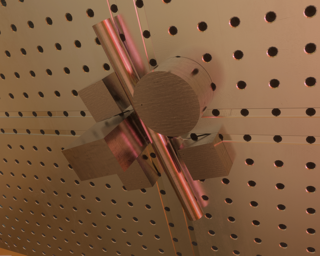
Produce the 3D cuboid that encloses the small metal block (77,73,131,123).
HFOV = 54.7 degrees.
[{"bbox_3d":[-0.077,-0.041,0.425,0.050,0.025,0.050,-19,109,35],"label":"small metal block"}]

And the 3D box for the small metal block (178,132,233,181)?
[{"bbox_3d":[0.059,0.038,0.402,0.050,0.025,0.050,-15,111,34],"label":"small metal block"}]

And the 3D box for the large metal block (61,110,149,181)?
[{"bbox_3d":[-0.070,0.023,0.423,0.080,0.080,0.050,-16,110,34],"label":"large metal block"}]

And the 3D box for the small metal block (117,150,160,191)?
[{"bbox_3d":[-0.037,0.065,0.469,0.050,0.025,0.050,-17,110,34],"label":"small metal block"}]

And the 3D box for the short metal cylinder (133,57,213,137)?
[{"bbox_3d":[0.016,-0.037,0.362,0.080,0.050,0.079,13,124,20],"label":"short metal cylinder"}]

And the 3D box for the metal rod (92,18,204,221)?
[{"bbox_3d":[-0.008,0.002,0.415,0.025,0.025,0.299,-13,112,33],"label":"metal rod"}]
